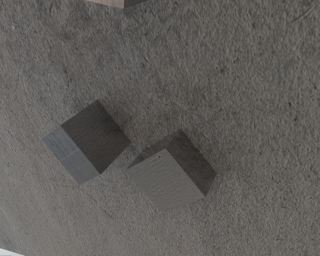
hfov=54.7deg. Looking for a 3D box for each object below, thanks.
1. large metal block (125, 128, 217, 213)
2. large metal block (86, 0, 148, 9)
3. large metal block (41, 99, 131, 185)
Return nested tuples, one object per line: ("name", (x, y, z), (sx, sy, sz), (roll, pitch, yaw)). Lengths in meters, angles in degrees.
("large metal block", (0.015, 0.060, 0.420), (0.080, 0.050, 0.080), (-32, 101, 38))
("large metal block", (-0.034, -0.164, 0.288), (0.050, 0.080, 0.079), (19, 126, 17))
("large metal block", (-0.100, 0.019, 0.436), (0.050, 0.080, 0.080), (-29, 103, 37))
